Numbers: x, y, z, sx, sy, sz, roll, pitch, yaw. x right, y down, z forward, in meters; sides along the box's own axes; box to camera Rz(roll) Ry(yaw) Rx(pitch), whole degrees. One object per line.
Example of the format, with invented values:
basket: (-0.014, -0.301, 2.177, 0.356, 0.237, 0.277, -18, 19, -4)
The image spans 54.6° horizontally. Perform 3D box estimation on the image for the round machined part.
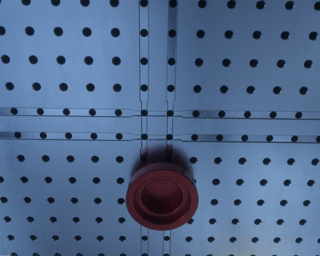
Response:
round machined part: (0.003, 0.092, 0.438, 0.099, 0.042, 0.097, 0, 110, 0)
